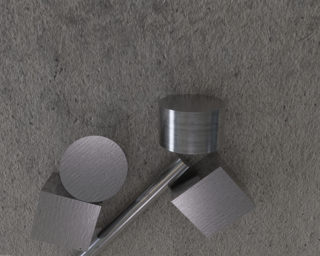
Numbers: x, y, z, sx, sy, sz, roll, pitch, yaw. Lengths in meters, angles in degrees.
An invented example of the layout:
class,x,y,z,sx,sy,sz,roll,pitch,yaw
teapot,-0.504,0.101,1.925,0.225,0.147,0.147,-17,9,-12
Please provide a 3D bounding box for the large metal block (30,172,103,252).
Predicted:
class,x,y,z,sx,sy,sz,roll,pitch,yaw
large metal block,-0.128,0.119,0.439,0.080,0.050,0.079,16,109,-6

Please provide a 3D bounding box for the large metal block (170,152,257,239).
class,x,y,z,sx,sy,sz,roll,pitch,yaw
large metal block,0.071,0.092,0.431,0.080,0.050,0.080,-39,106,13

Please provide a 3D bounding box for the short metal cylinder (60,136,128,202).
class,x,y,z,sx,sy,sz,roll,pitch,yaw
short metal cylinder,-0.082,0.053,0.397,0.081,0.050,0.080,1,80,-6

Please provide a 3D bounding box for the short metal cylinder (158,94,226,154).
class,x,y,z,sx,sy,sz,roll,pitch,yaw
short metal cylinder,0.038,-0.007,0.378,0.081,0.080,0.050,0,110,0

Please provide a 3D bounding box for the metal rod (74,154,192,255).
class,x,y,z,sx,sy,sz,roll,pitch,yaw
metal rod,-0.067,0.149,0.463,0.025,0.025,0.299,41,105,-14
